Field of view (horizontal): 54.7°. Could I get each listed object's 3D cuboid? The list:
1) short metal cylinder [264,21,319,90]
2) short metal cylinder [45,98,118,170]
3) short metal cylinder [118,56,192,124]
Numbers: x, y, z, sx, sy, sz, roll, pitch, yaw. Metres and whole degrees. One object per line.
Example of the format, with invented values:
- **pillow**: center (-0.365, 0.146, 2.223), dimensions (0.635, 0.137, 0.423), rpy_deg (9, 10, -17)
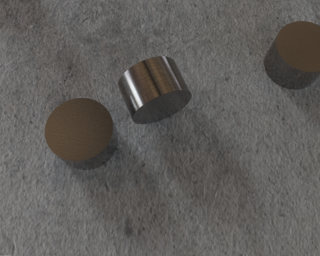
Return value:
- **short metal cylinder**: center (0.194, -0.101, 0.434), dimensions (0.081, 0.050, 0.080), rpy_deg (0, 70, 0)
- **short metal cylinder**: center (-0.096, 0.009, 0.391), dimensions (0.081, 0.050, 0.080), rpy_deg (0, 70, 0)
- **short metal cylinder**: center (-0.007, -0.046, 0.396), dimensions (0.080, 0.080, 0.050), rpy_deg (-22, 72, -8)
